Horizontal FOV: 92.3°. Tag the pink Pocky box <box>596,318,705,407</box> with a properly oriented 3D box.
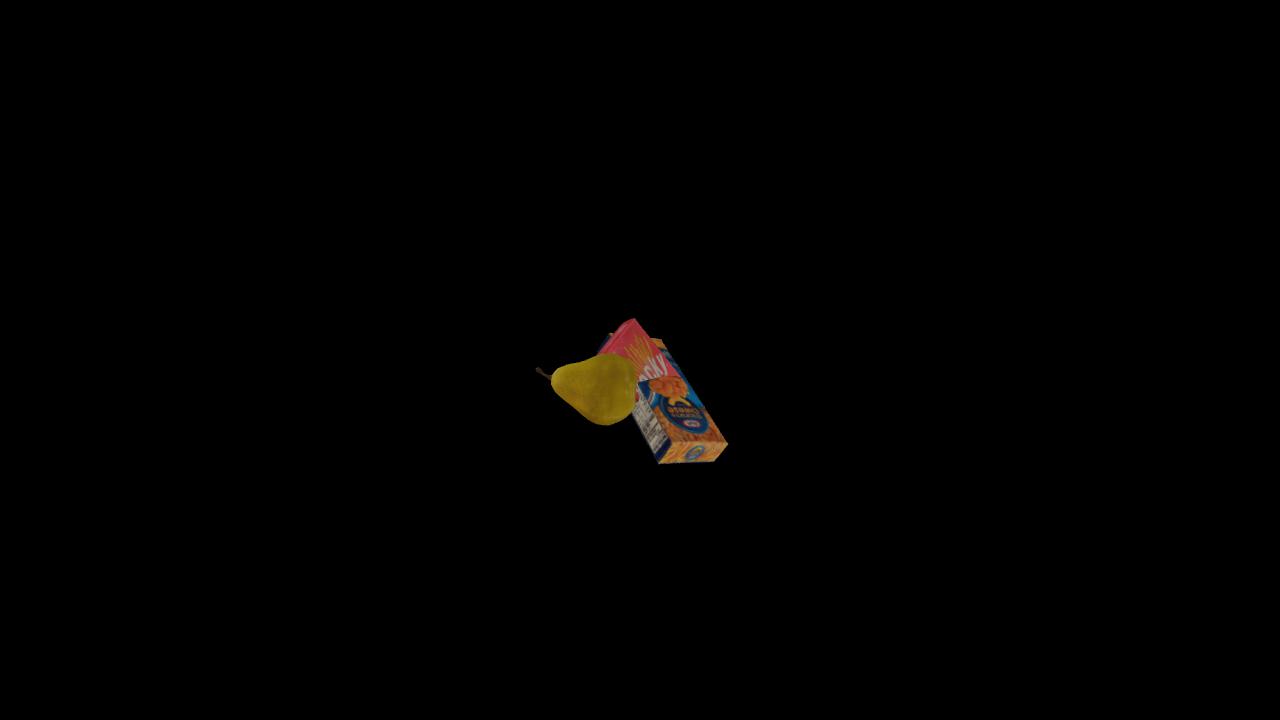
[{"bbox_3d":[0.013,0.033,0.751,0.029,0.155,0.084,-22,23,43],"label":"pink Pocky box"}]

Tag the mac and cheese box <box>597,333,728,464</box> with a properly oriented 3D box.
[{"bbox_3d":[0.024,0.044,0.754,0.093,0.041,0.184,7,39,-40],"label":"mac and cheese box"}]

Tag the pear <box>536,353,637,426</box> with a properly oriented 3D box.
[{"bbox_3d":[-0.060,0.031,0.678,0.111,0.080,0.080,1,0,-5],"label":"pear"}]
